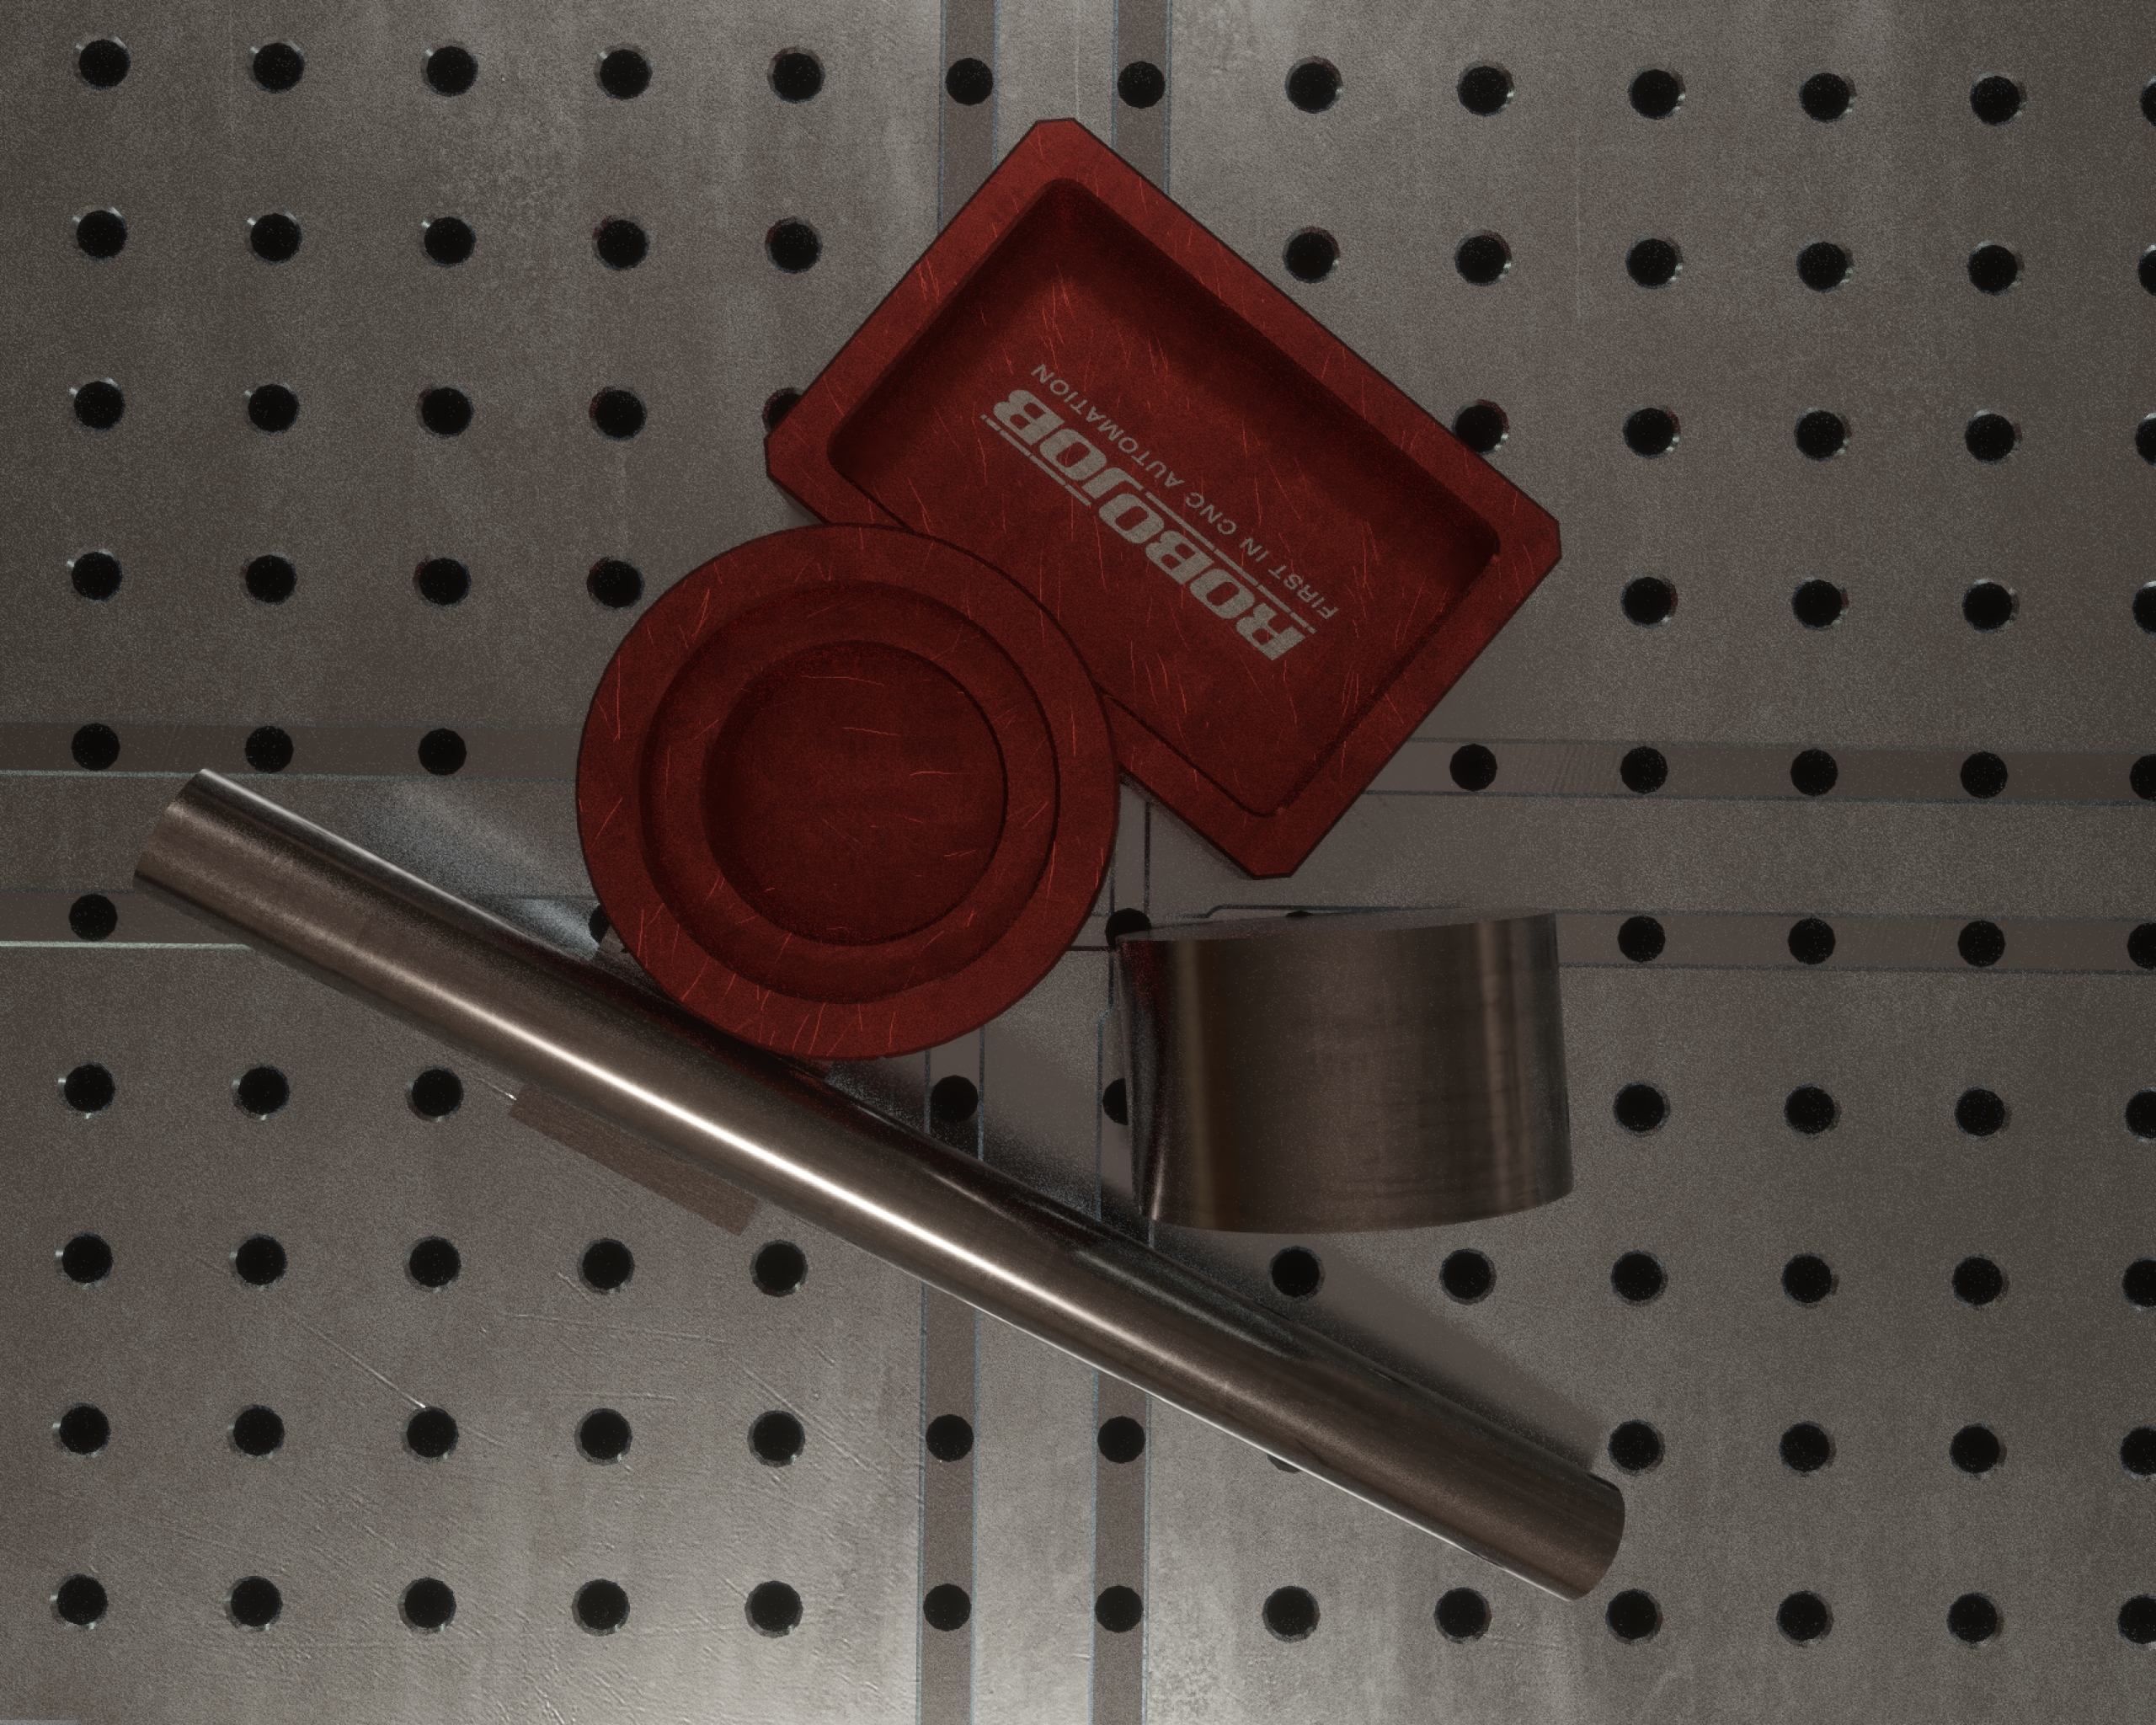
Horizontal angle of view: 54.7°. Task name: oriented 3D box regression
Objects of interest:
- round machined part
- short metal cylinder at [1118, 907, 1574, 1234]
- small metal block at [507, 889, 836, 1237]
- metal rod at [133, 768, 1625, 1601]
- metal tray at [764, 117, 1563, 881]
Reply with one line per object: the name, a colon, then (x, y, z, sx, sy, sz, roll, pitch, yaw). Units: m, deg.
round machined part: (-0.041, -0.013, 0.396, 0.099, 0.042, 0.097, 0, 90, 1)
short metal cylinder: (0.049, 0.036, 0.385, 0.081, 0.080, 0.050, -4, 90, -1)
small metal block: (-0.075, 0.038, 0.413, 0.050, 0.025, 0.050, 28, 90, -1)
metal rod: (-0.029, 0.065, 0.393, 0.301, 0.025, 0.025, 28, 90, -9)
metal tray: (0.016, -0.069, 0.410, 0.130, 0.030, 0.090, 40, 89, 0)
